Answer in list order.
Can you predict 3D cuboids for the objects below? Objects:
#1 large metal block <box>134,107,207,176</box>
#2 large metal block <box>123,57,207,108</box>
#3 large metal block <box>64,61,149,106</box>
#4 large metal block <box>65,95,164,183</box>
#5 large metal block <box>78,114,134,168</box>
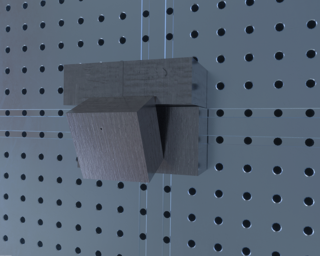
[{"bbox_3d":[0.015,0.014,0.391,0.080,0.050,0.079,1,90,19],"label":"large metal block"},{"bbox_3d":[0.009,-0.051,0.378,0.080,0.080,0.050,1,91,19],"label":"large metal block"},{"bbox_3d":[-0.067,-0.052,0.405,0.080,0.080,0.050,1,91,19],"label":"large metal block"},{"bbox_3d":[-0.047,0.011,0.344,0.080,0.050,0.079,0,114,19],"label":"large metal block"},{"bbox_3d":[-0.062,0.013,0.418,0.080,0.050,0.079,1,90,19],"label":"large metal block"}]
